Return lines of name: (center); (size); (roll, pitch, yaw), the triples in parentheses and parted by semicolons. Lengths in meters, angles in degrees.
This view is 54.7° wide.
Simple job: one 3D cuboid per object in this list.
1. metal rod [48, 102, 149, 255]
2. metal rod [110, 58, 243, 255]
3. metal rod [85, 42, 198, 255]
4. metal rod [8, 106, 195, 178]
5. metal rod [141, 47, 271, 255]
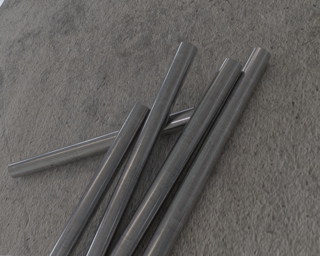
metal rod: (-0.091, 0.103, 0.370); (0.025, 0.025, 0.299); (22, 79, 36)
metal rod: (0.013, 0.049, 0.354); (0.025, 0.025, 0.300); (24, 78, 36)
metal rod: (-0.022, 0.032, 0.371); (0.025, 0.025, 0.299); (17, 78, 34)
metal rod: (-0.090, 0.025, 0.435); (0.301, 0.025, 0.025); (-17, 55, 18)
metal rod: (0.055, 0.031, 0.355); (0.025, 0.025, 0.300); (20, 72, 35)
